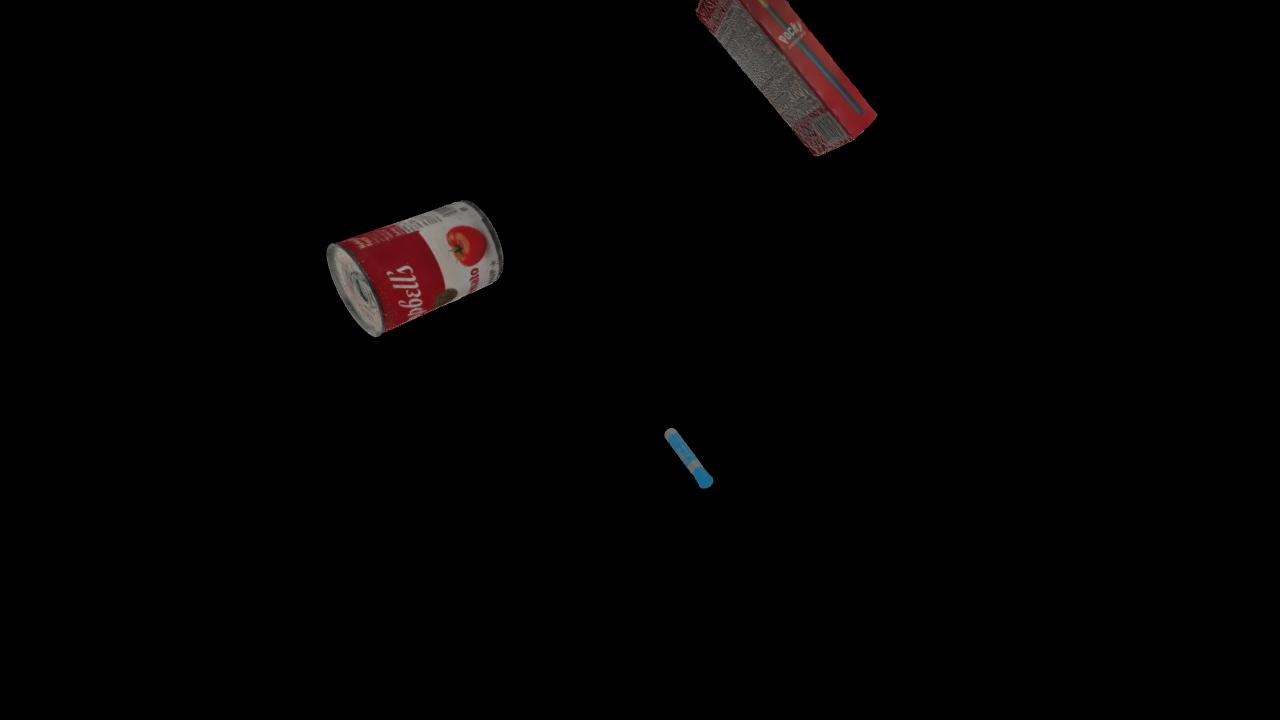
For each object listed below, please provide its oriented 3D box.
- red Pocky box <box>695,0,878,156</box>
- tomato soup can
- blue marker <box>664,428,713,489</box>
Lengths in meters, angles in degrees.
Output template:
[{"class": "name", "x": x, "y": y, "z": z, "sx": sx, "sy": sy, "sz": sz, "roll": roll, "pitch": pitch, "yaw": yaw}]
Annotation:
[{"class": "red Pocky box", "x": 0.108, "y": -0.227, "z": 0.468, "sx": 0.028, "sy": 0.155, "sz": 0.083, "roll": -43, "pitch": 10, "yaw": 4}, {"class": "tomato soup can", "x": -0.157, "y": -0.068, "z": 0.440, "sx": 0.101, "sy": 0.068, "sz": 0.068, "roll": -34, "pitch": 21, "yaw": -36}, {"class": "blue marker", "x": 0.061, "y": 0.125, "z": 0.783, "sx": 0.020, "sy": 0.020, "sz": 0.121, "roll": 0, "pitch": 24, "yaw": -22}]
